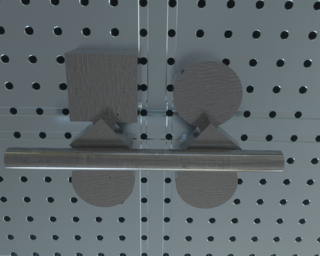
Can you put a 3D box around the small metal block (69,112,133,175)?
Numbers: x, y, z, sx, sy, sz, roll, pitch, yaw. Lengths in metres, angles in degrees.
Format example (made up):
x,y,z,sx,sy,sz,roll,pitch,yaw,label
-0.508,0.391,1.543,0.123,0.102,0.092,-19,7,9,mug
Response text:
x,y,z,sx,sy,sz,roll,pitch,yaw,label
-0.068,0.018,0.366,0.050,0.025,0.050,-38,106,13,small metal block

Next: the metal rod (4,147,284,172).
x,y,z,sx,sy,sz,roll,pitch,yaw,label
-0.016,0.036,0.346,0.302,0.025,0.025,1,110,-1,metal rod

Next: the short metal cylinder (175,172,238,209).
x,y,z,sx,sy,sz,roll,pitch,yaw,label
0.061,0.062,0.423,0.081,0.050,0.079,0,110,0,short metal cylinder

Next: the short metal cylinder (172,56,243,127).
x,y,z,sx,sy,sz,roll,pitch,yaw,label
0.056,-0.046,0.383,0.081,0.050,0.079,0,110,0,short metal cylinder

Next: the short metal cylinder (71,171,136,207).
x,y,z,sx,sy,sz,roll,pitch,yaw,label
-0.073,0.059,0.420,0.081,0.050,0.079,0,110,0,short metal cylinder

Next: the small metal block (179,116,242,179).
x,y,z,sx,sy,sz,roll,pitch,yaw,label
0.059,0.023,0.369,0.050,0.025,0.050,39,105,-13,small metal block

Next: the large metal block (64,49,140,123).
x,y,z,sx,sy,sz,roll,pitch,yaw,label
-0.066,-0.053,0.379,0.081,0.050,0.079,1,110,-1,large metal block
